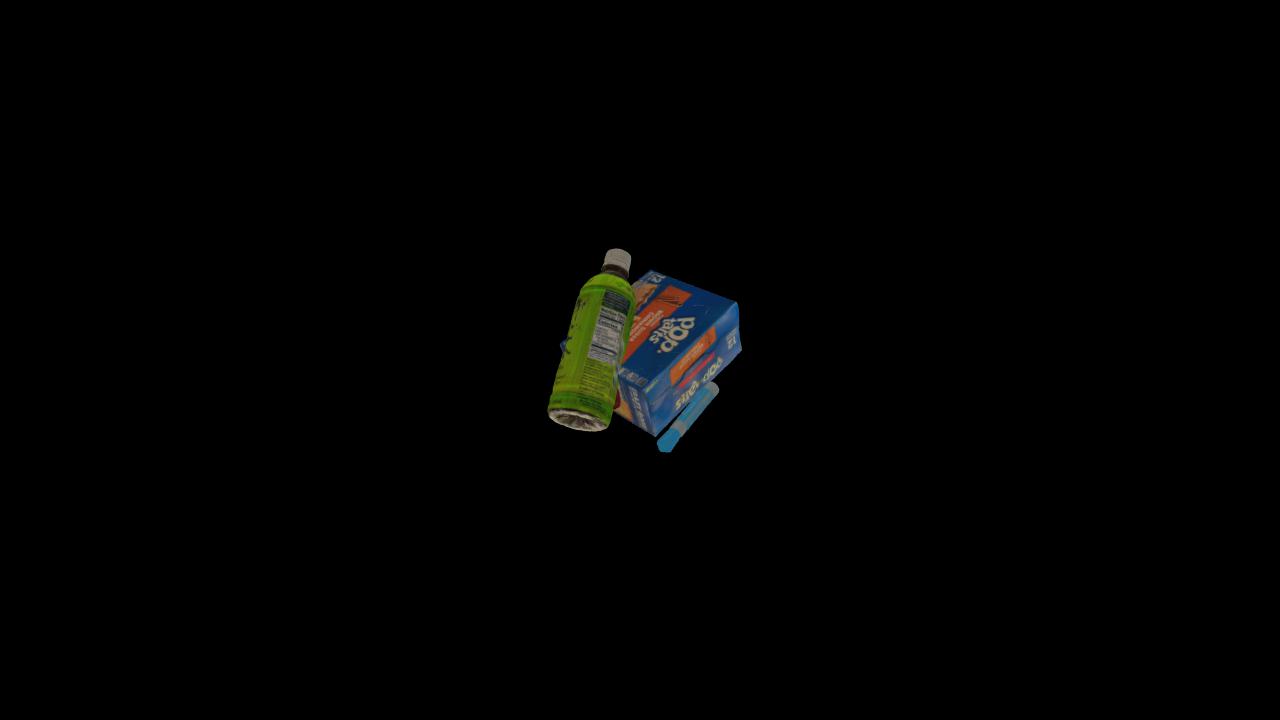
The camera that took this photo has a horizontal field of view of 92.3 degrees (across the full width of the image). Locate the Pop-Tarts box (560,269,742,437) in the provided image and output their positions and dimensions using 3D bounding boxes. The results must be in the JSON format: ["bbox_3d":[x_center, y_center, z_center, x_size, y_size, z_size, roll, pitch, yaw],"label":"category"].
[{"bbox_3d":[0.016,-0.015,0.743,0.141,0.083,0.167,28,58,36],"label":"Pop-Tarts box"}]

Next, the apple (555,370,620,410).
[{"bbox_3d":[-0.054,0.029,0.705,0.079,0.079,0.093,0,-11,30],"label":"apple"}]

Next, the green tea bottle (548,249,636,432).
[{"bbox_3d":[-0.044,-0.029,0.687,0.073,0.212,0.073,12,-23,5],"label":"green tea bottle"}]

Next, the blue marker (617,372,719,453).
[{"bbox_3d":[0.055,0.064,0.697,0.020,0.020,0.121,0,31,38],"label":"blue marker"}]
